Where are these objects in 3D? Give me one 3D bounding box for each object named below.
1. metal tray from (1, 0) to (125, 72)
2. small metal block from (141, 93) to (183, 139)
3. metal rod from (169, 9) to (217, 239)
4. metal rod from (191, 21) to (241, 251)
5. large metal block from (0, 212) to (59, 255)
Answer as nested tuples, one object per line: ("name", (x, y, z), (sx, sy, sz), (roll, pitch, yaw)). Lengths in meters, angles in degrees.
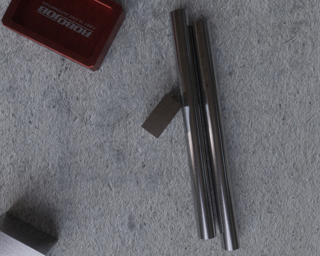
("metal tray", (-0.124, -0.143, 0.405), (0.131, 0.030, 0.090), (27, 90, -1))
("small metal block", (0.002, -0.015, 0.398), (0.025, 0.050, 0.050), (37, 90, -1))
("metal rod", (0.044, -0.005, 0.410), (0.025, 0.025, 0.298), (-7, 90, 0))
("metal rod", (0.074, 0.010, 0.410), (0.025, 0.025, 0.298), (-8, 90, 0))
("large metal block", (-0.192, 0.168, 0.395), (0.080, 0.050, 0.080), (29, 90, -1))
